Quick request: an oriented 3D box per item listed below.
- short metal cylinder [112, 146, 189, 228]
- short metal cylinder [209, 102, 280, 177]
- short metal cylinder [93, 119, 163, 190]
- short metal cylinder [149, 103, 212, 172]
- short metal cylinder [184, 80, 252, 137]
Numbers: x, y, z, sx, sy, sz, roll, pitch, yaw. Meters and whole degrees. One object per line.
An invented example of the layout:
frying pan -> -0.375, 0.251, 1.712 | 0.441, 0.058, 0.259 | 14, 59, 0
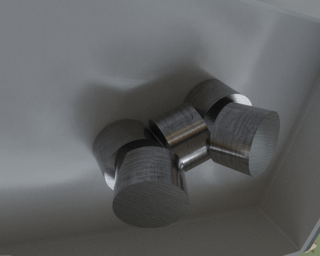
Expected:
short metal cylinder -> -0.010, 0.067, 0.344 | 0.081, 0.050, 0.079 | -2, 129, -2
short metal cylinder -> 0.103, 0.013, 0.372 | 0.081, 0.050, 0.079 | -24, 123, -44
short metal cylinder -> -0.038, 0.036, 0.393 | 0.081, 0.050, 0.079 | -14, 125, -21
short metal cylinder -> 0.026, 0.014, 0.396 | 0.050, 0.080, 0.080 | -27, 128, -12
short metal cylinder -> 0.077, -0.019, 0.423 | 0.081, 0.050, 0.079 | -14, 125, -21
